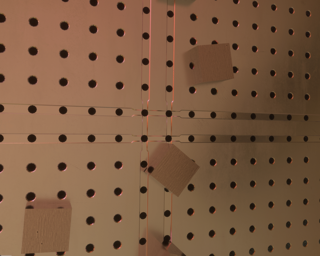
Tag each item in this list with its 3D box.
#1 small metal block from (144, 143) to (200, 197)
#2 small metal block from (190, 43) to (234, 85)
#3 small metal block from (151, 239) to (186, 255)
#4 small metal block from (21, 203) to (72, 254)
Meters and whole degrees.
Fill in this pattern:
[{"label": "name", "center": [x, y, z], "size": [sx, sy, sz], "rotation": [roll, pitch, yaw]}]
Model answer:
[{"label": "small metal block", "center": [0.016, 0.056, 0.419], "size": [0.050, 0.025, 0.050], "rotation": [41, 77, -15]}, {"label": "small metal block", "center": [0.074, -0.091, 0.439], "size": [0.050, 0.025, 0.050], "rotation": [-10, 94, -20]}, {"label": "small metal block", "center": [0.007, 0.180, 0.402], "size": [0.025, 0.050, 0.050], "rotation": [20, 83, -19]}, {"label": "small metal block", "center": [-0.132, 0.116, 0.364], "size": [0.050, 0.025, 0.050], "rotation": [5, 88, -20]}]
